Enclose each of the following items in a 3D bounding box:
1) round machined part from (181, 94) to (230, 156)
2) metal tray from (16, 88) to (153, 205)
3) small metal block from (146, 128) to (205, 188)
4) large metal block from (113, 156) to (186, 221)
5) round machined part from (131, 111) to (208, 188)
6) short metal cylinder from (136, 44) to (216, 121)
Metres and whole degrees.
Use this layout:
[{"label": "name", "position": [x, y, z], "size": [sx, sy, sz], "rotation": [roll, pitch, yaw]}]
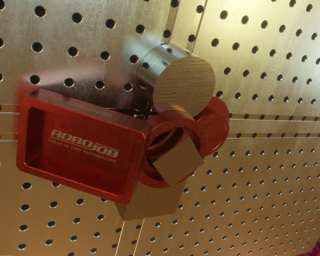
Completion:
[{"label": "round machined part", "position": [0.056, 0.001, 0.430], "size": [0.099, 0.042, 0.097], "rotation": [-14, 124, -21]}, {"label": "metal tray", "position": [-0.082, 0.020, 0.329], "size": [0.131, 0.030, 0.089], "rotation": [17, 114, 4]}, {"label": "small metal block", "position": [0.017, 0.034, 0.361], "size": [0.050, 0.025, 0.050], "rotation": [-36, 129, -4]}, {"label": "large metal block", "position": [-0.015, 0.077, 0.431], "size": [0.081, 0.050, 0.079], "rotation": [1, 118, -29]}, {"label": "round machined part", "position": [0.006, 0.022, 0.379], "size": [0.099, 0.042, 0.097], "rotation": [-14, 124, -21]}, {"label": "short metal cylinder", "position": [0.018, -0.054, 0.371], "size": [0.081, 0.050, 0.079], "rotation": [-14, 124, -21]}]
